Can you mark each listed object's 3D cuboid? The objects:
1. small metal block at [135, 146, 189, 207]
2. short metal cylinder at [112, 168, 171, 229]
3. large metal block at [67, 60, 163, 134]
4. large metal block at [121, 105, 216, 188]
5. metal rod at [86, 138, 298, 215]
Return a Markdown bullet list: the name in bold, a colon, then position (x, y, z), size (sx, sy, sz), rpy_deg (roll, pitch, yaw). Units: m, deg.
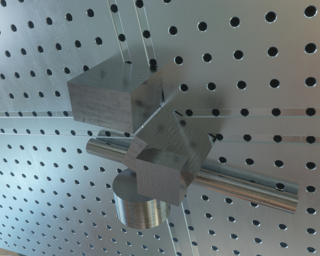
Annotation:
- **small metal block**: position (0.003, 0.052, 0.338), size (0.050, 0.025, 0.050), rpy_deg (13, 124, 20)
- **short metal cylinder**: position (-0.025, 0.098, 0.448), size (0.080, 0.080, 0.050), rpy_deg (10, 123, 22)
- **large metal block**: position (-0.050, -0.041, 0.375), size (0.080, 0.080, 0.050), rpy_deg (12, 124, 21)
- **large metal block**: position (0.013, 0.028, 0.385), size (0.080, 0.080, 0.050), rpy_deg (34, 129, 5)
- **metal rod**: position (0.030, 0.061, 0.432), size (0.301, 0.025, 0.025), rpy_deg (14, 124, 20)
